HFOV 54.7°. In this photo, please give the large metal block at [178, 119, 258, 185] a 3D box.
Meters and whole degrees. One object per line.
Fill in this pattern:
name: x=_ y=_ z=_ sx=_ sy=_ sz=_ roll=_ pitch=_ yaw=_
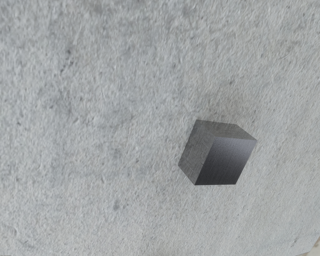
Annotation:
large metal block: x=0.085 y=0.038 z=0.462 sx=0.081 sy=0.050 sz=0.079 roll=6 pitch=116 yaw=-31
